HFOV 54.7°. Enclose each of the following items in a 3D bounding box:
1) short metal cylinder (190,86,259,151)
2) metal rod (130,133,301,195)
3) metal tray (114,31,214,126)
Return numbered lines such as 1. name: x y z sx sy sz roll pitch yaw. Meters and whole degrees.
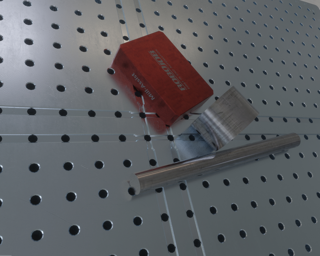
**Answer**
1. short metal cylinder: 0.089 -0.013 0.429 0.050 0.080 0.080 48 51 5
2. metal rod: 0.097 0.042 0.434 0.303 0.025 0.025 -10 67 -32
3. metal tray: 0.007 -0.076 0.455 0.091 0.030 0.130 -33 80 -38
